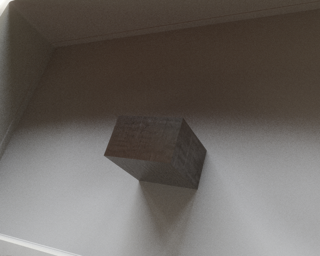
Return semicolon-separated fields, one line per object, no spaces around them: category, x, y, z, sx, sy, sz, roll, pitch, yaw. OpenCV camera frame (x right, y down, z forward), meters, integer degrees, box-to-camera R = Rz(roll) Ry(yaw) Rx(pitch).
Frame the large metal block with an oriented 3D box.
large metal block;-0.002;0.028;0.353;0.080;0.080;0.050;3;63;29
